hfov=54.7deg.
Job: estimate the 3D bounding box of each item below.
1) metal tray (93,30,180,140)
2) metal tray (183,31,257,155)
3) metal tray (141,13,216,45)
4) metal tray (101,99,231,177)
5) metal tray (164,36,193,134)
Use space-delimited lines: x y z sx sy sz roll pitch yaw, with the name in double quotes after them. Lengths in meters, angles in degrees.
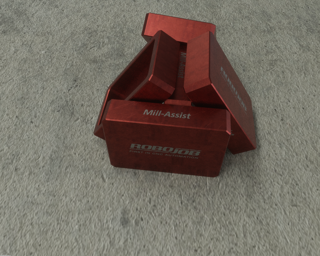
-0.030 -0.047 0.381 0.030 0.129 0.090 30 46 -24 "metal tray"
0.076 -0.039 0.374 0.030 0.130 0.090 -19 44 29 "metal tray"
0.034 -0.123 0.448 0.090 0.130 0.030 14 93 11 "metal tray"
0.007 0.014 0.350 0.131 0.089 0.030 5 51 4 "metal tray"
0.026 -0.047 0.401 0.030 0.089 0.130 6 50 4 "metal tray"
